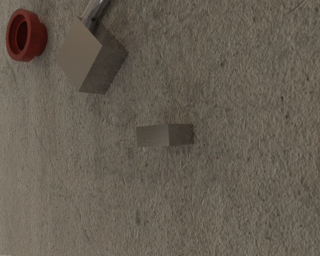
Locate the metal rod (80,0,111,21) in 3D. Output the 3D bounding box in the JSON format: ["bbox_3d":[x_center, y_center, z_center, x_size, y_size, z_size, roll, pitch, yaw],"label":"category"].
[{"bbox_3d":[-0.058,-0.231,0.450,0.299,0.025,0.025,-45,63,30],"label":"metal rod"}]

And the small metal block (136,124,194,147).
[{"bbox_3d":[0.007,0.009,0.382,0.050,0.050,0.025,-5,87,39],"label":"small metal block"}]

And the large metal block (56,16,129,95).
[{"bbox_3d":[-0.105,-0.109,0.473,0.080,0.050,0.080,50,119,28],"label":"large metal block"}]

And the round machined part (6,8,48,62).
[{"bbox_3d":[-0.256,-0.176,0.601,0.098,0.042,0.097,0,90,39],"label":"round machined part"}]
